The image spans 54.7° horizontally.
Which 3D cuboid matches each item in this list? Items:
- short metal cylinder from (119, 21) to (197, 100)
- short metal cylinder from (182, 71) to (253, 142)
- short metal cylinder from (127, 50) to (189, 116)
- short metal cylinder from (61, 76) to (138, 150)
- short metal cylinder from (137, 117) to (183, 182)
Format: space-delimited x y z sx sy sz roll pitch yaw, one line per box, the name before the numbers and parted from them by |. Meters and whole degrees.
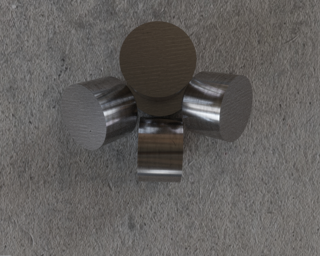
short metal cylinder | -0.002 -0.072 0.348 0.081 0.050 0.079 0 90 -1
short metal cylinder | 0.072 -0.027 0.379 0.050 0.080 0.080 15 90 38
short metal cylinder | 0.000 -0.054 0.399 0.081 0.050 0.079 0 90 -1
short metal cylinder | -0.074 -0.019 0.378 0.080 0.050 0.079 17 118 35
short metal cylinder | 0.000 0.026 0.383 0.050 0.080 0.079 2 90 0
